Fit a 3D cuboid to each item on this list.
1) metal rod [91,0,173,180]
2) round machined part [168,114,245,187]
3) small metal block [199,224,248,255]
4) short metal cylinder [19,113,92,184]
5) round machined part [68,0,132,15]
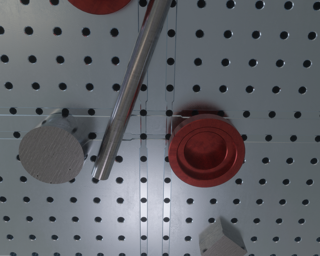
[{"bbox_3d":[-0.032,-0.064,0.389,0.025,0.025,0.298,19,109,-7],"label":"metal rod"},{"bbox_3d":[0.060,0.027,0.415,0.099,0.042,0.097,0,110,0],"label":"round machined part"},{"bbox_3d":[0.098,0.187,0.484,0.050,0.025,0.050,39,105,-13],"label":"small metal block"},{"bbox_3d":[-0.135,0.026,0.408,0.081,0.050,0.079,0,110,0],"label":"short metal cylinder"},{"bbox_3d":[-0.069,-0.176,0.339,0.099,0.042,0.097,0,110,0],"label":"round machined part"}]
